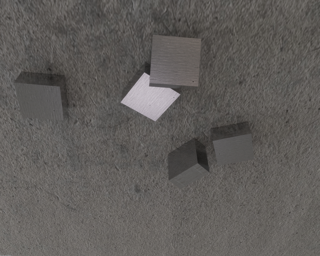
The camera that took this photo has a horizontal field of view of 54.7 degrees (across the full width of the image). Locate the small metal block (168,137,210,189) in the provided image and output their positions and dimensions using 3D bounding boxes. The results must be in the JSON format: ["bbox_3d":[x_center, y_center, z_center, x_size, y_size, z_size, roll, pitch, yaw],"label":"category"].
[{"bbox_3d":[0.039,0.049,0.433,0.050,0.050,0.025,-35,122,26],"label":"small metal block"}]

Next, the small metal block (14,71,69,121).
[{"bbox_3d":[-0.141,-0.038,0.373,0.050,0.025,0.050,4,130,-4],"label":"small metal block"}]

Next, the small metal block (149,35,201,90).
[{"bbox_3d":[0.015,-0.069,0.331,0.050,0.025,0.050,4,89,-4],"label":"small metal block"}]

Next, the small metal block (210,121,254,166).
[{"bbox_3d":[0.100,0.022,0.427,0.050,0.025,0.050,-12,129,9],"label":"small metal block"}]

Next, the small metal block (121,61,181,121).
[{"bbox_3d":[-0.011,-0.043,0.371,0.050,0.025,0.050,29,124,-23],"label":"small metal block"}]
